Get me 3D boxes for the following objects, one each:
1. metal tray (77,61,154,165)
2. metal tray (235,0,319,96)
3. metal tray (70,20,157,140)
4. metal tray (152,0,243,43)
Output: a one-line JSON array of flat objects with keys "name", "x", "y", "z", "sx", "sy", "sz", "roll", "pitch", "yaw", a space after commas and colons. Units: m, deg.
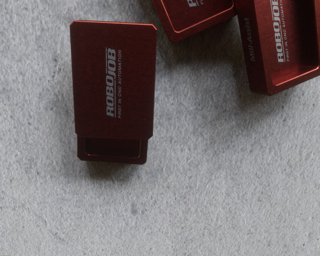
[{"name": "metal tray", "x": -0.058, "y": -0.019, "z": 0.399, "sx": 0.091, "sy": 0.030, "sz": 0.129, "roll": 4, "pitch": 110, "yaw": -2}, {"name": "metal tray", "x": 0.137, "y": -0.112, "z": 0.349, "sx": 0.091, "sy": 0.030, "sz": 0.129, "roll": -22, "pitch": 111, "yaw": -18}, {"name": "metal tray", "x": -0.051, "y": -0.053, "z": 0.354, "sx": 0.091, "sy": 0.030, "sz": 0.129, "roll": 2, "pitch": 110, "yaw": -2}, {"name": "metal tray", "x": 0.027, "y": -0.173, "z": 0.343, "sx": 0.090, "sy": 0.030, "sz": 0.129, "roll": -23, "pitch": 109, "yaw": 8}]
